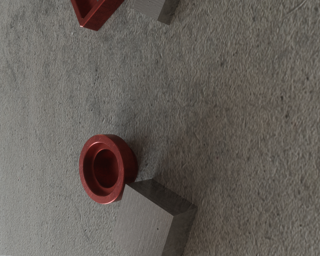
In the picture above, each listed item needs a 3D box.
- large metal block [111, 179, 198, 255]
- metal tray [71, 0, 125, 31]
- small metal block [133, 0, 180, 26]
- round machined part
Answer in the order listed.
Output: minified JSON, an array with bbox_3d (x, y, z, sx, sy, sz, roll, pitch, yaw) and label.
[{"bbox_3d":[-0.008,0.121,0.394,0.080,0.050,0.079,25,106,37],"label":"large metal block"},{"bbox_3d":[-0.107,-0.232,0.486,0.090,0.030,0.130,-35,69,34],"label":"metal tray"},{"bbox_3d":[-0.002,-0.170,0.405,0.050,0.025,0.050,38,113,33],"label":"small metal block"},{"bbox_3d":[-0.071,0.058,0.450,0.098,0.042,0.097,0,90,39],"label":"round machined part"}]
